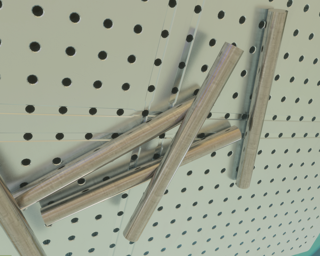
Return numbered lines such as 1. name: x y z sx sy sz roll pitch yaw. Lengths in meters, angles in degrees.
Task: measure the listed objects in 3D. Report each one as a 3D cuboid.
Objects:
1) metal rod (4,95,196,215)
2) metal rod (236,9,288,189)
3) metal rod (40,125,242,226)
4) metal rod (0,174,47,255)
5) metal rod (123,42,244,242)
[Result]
1. metal rod: -0.063 0.030 0.396 0.302 0.025 0.025 -28 128 -11
2. metal rod: 0.151 -0.026 0.480 0.025 0.025 0.298 -13 124 -22
3. metal rod: -0.015 0.061 0.442 0.302 0.025 0.025 -22 127 -16
4. metal rod: -0.173 0.080 0.337 0.025 0.025 0.298 -22 118 -15
5. metal rod: 0.023 0.030 0.410 0.025 0.025 0.298 15 110 -35
